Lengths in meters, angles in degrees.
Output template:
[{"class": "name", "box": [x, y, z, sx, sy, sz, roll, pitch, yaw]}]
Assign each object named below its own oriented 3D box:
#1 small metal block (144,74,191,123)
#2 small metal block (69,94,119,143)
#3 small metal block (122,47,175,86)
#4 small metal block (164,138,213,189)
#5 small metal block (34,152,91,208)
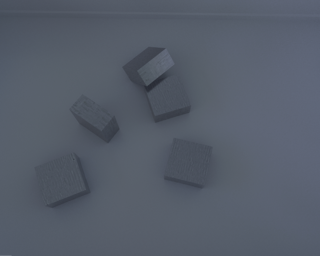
[{"class": "small metal block", "box": [0.009, -0.041, 0.424, 0.050, 0.025, 0.050, -17, 71, -6]}, {"class": "small metal block", "box": [-0.083, -0.011, 0.400, 0.050, 0.050, 0.025, 33, 74, 11]}, {"class": "small metal block", "box": [-0.017, -0.086, 0.426, 0.050, 0.025, 0.050, -41, 31, -14]}, {"class": "small metal block", "box": [0.036, 0.045, 0.393, 0.050, 0.025, 0.050, 13, 71, 5]}, {"class": "small metal block", "box": [-0.121, 0.065, 0.385, 0.050, 0.025, 0.050, -21, 71, -8]}]
